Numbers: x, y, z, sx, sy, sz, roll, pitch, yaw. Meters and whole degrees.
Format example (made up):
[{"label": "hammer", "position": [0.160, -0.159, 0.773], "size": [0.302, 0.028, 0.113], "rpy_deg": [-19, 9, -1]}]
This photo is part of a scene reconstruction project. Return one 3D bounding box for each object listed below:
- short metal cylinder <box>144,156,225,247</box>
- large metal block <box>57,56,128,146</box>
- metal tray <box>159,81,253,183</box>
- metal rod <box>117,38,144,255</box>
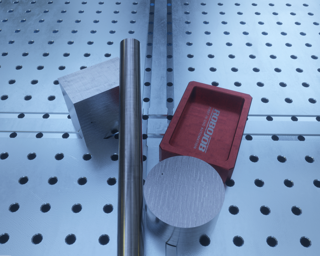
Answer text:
[{"label": "short metal cylinder", "position": [0.024, 0.076, 0.327], "size": [0.081, 0.050, 0.080], "rpy_deg": [0, 50, 0]}, {"label": "large metal block", "position": [-0.075, -0.034, 0.400], "size": [0.081, 0.080, 0.050], "rpy_deg": [-26, 55, -20]}, {"label": "metal tray", "position": [0.062, -0.001, 0.405], "size": [0.090, 0.030, 0.130], "rpy_deg": [16, 52, 13]}, {"label": "metal rod", "position": [-0.030, 0.039, 0.315], "size": [0.025, 0.025, 0.299], "rpy_deg": [-2, 68, -2]}]
